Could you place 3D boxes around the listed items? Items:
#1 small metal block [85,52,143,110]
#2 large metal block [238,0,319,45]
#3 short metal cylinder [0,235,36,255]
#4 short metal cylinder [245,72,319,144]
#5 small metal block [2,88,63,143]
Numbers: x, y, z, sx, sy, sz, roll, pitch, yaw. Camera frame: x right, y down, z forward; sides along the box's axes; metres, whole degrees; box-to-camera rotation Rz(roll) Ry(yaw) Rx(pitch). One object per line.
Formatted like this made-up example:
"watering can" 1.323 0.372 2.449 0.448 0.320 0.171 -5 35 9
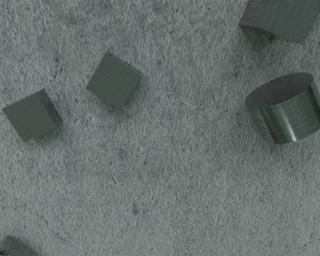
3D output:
"small metal block" -0.057 -0.059 0.387 0.050 0.025 0.050 31 107 -11
"large metal block" 0.133 -0.139 0.330 0.050 0.080 0.079 19 109 -7
"short metal cylinder" -0.230 0.206 0.454 0.050 0.080 0.080 41 105 -14
"short metal cylinder" 0.151 -0.025 0.373 0.080 0.080 0.050 -28 108 9
"small metal block" -0.164 -0.016 0.402 0.050 0.025 0.050 -23 109 8
